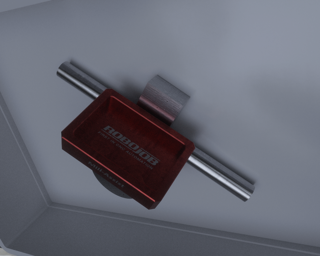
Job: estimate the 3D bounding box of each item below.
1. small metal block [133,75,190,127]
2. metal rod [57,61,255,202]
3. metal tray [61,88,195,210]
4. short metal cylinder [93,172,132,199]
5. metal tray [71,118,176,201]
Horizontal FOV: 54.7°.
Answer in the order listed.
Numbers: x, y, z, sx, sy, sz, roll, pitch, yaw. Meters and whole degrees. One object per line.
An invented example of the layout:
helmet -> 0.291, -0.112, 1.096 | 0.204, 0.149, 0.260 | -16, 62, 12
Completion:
small metal block -> 0.001, -0.029, 0.387 | 0.050, 0.025, 0.050 | 35, 129, 4
metal rod -> -0.009, 0.002, 0.413 | 0.301, 0.025, 0.025 | 34, 129, 5
metal tray -> -0.036, 0.021, 0.362 | 0.130, 0.090, 0.030 | 34, 146, 5
short metal cylinder -> -0.050, 0.054, 0.441 | 0.080, 0.050, 0.079 | 19, 134, 21
metal tray -> -0.038, 0.034, 0.405 | 0.130, 0.090, 0.030 | 34, 129, 5
